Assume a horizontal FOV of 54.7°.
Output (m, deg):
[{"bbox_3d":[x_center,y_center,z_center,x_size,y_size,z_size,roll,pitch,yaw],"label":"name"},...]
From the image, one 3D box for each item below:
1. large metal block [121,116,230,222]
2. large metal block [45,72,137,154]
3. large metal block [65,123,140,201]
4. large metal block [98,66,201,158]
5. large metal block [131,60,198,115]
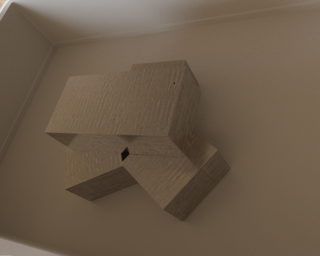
[{"bbox_3d":[0.017,0.043,0.351,0.080,0.050,0.080,-47,51,-5],"label":"large metal block"},{"bbox_3d":[-0.078,-0.018,0.375,0.080,0.050,0.080,1,62,28],"label":"large metal block"},{"bbox_3d":[-0.075,0.038,0.404,0.080,0.050,0.080,-23,53,14],"label":"large metal block"},{"bbox_3d":[-0.008,-0.017,0.336,0.080,0.050,0.080,1,62,28],"label":"large metal block"},{"bbox_3d":[-0.002,-0.041,0.414,0.080,0.050,0.080,2,62,29],"label":"large metal block"}]
